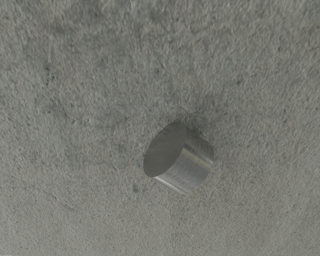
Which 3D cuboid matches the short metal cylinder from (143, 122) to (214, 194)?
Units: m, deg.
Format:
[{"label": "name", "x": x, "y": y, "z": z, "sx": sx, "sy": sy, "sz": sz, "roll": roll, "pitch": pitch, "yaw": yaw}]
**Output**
[{"label": "short metal cylinder", "x": 0.023, "y": 0.039, "z": 0.405, "sx": 0.050, "sy": 0.080, "sz": 0.080, "roll": 35, "pitch": 122, "yaw": -26}]
